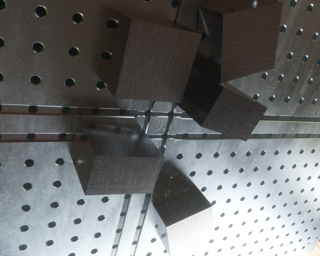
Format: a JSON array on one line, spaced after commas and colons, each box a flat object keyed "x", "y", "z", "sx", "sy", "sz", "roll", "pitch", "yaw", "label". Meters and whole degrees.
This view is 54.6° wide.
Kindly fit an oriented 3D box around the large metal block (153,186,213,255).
[{"x": 0.040, "y": 0.155, "z": 0.511, "sx": 0.081, "sy": 0.050, "sz": 0.080, "roll": -19, "pitch": 126, "yaw": -17, "label": "large metal block"}]

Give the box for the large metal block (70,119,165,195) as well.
[{"x": -0.053, "y": 0.033, "z": 0.366, "sx": 0.081, "sy": 0.080, "sz": 0.050, "roll": 6, "pitch": 116, "yaw": -31, "label": "large metal block"}]

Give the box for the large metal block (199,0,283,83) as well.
[{"x": 0.095, "y": -0.110, "z": 0.378, "sx": 0.081, "sy": 0.050, "sz": 0.080, "roll": -17, "pitch": 126, "yaw": -18, "label": "large metal block"}]

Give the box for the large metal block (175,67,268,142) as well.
[{"x": 0.072, "y": -0.032, "z": 0.394, "sx": 0.080, "sy": 0.080, "sz": 0.050, "roll": 17, "pitch": 110, "yaw": -35, "label": "large metal block"}]

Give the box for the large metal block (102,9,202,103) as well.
[{"x": -0.011, "y": -0.077, "z": 0.341, "sx": 0.081, "sy": 0.050, "sz": 0.079, "roll": 2, "pitch": 118, "yaw": -29, "label": "large metal block"}]
